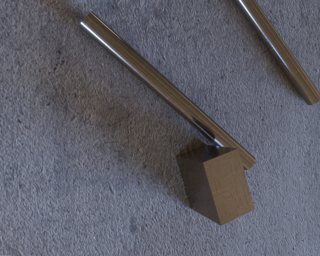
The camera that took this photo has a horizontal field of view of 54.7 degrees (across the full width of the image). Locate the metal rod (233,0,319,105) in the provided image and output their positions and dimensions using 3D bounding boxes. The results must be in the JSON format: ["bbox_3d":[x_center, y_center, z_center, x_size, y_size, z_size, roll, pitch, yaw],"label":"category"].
[{"bbox_3d":[0.154,-0.154,0.467,0.025,0.025,0.300,-45,105,-14],"label":"metal rod"}]

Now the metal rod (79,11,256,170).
[{"bbox_3d":[0.021,-0.040,0.417,0.301,0.025,0.025,40,77,-16],"label":"metal rod"}]

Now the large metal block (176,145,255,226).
[{"bbox_3d":[0.070,0.070,0.407,0.050,0.080,0.080,-19,97,-19],"label":"large metal block"}]
